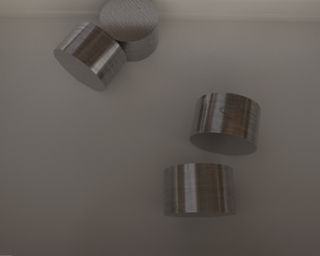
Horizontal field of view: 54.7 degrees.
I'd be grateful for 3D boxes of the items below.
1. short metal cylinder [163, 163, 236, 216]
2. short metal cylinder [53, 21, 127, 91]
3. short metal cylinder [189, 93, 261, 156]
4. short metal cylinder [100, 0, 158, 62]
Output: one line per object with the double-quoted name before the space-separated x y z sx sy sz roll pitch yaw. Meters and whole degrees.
"short metal cylinder" 0.044 0.074 0.354 0.081 0.080 0.050 0 70 0
"short metal cylinder" -0.092 -0.094 0.414 0.080 0.080 0.050 31 73 10
"short metal cylinder" 0.081 -0.002 0.382 0.080 0.080 0.050 12 71 4
"short metal cylinder" -0.043 -0.144 0.448 0.081 0.050 0.080 0 70 0
